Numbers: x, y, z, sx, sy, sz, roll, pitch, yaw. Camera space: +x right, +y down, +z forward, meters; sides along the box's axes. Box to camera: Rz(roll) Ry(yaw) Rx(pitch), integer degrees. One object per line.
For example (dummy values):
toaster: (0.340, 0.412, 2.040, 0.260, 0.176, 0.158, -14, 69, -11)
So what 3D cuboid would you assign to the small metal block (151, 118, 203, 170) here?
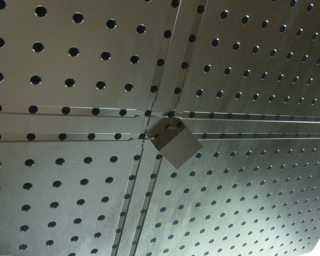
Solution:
small metal block: (0.025, 0.023, 0.438, 0.050, 0.025, 0.050, -42, 129, 0)
